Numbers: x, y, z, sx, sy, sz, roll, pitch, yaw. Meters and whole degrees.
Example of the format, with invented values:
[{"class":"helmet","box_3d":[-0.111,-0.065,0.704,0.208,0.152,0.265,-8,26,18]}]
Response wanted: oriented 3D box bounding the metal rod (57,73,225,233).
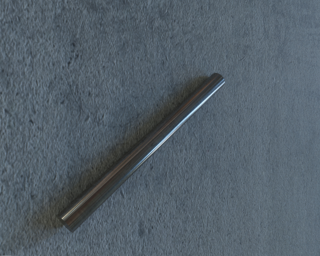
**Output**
[{"class":"metal rod","box_3d":[-0.005,0.013,0.402,0.301,0.025,0.025,-43,116,-31]}]
